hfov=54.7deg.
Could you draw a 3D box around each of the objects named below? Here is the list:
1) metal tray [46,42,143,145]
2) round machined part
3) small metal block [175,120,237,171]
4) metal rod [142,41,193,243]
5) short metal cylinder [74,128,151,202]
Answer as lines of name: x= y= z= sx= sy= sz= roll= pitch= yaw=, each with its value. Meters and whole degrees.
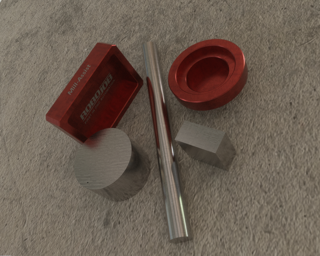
metal tray: x=-0.085 y=-0.041 z=0.432 sx=0.030 sy=0.090 sz=0.130 roll=20 pitch=72 yaw=35
round machined part: x=0.063 y=-0.063 z=0.399 sx=0.098 sy=0.042 sz=0.098 roll=-13 pitch=56 yaw=20
small metal block: x=0.052 y=0.020 z=0.345 sx=0.050 sy=0.050 sz=0.025 roll=18 pitch=71 yaw=34
metal rod: x=0.003 y=-0.005 z=0.407 sx=0.025 sy=0.025 sz=0.299 roll=-20 pitch=54 yaw=16
short metal cylinder: x=-0.059 y=0.047 z=0.390 sx=0.080 sy=0.050 sz=0.080 roll=-13 pitch=56 yaw=20
